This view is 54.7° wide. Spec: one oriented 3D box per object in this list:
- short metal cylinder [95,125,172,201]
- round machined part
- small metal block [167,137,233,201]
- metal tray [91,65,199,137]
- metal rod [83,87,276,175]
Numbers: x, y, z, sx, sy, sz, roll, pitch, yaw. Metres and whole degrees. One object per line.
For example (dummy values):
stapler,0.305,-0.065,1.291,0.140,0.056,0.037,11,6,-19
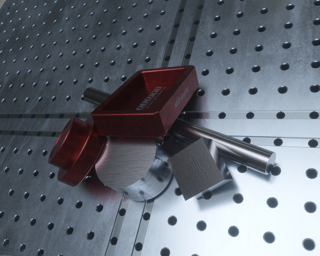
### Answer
short metal cylinder,-0.030,0.043,0.377,0.080,0.050,0.080,-13,56,21
round machined part,-0.111,0.024,0.406,0.098,0.042,0.098,-47,25,30
small metal block,0.043,0.045,0.339,0.050,0.025,0.050,-36,66,25
metal tray,-0.014,-0.038,0.393,0.090,0.030,0.131,0,33,27
metal rod,0.001,-0.008,0.408,0.300,0.025,0.025,22,73,36
